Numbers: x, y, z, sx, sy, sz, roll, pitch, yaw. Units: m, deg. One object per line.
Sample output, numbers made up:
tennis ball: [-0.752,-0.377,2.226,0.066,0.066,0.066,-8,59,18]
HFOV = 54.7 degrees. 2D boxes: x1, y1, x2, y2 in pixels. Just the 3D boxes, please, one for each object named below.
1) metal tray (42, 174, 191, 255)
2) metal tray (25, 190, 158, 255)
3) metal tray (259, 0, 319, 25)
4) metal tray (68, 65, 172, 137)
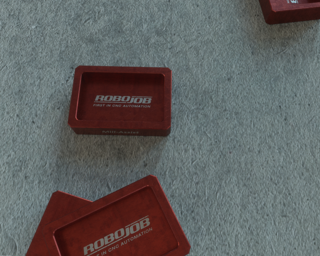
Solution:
metal tray: [-0.045,0.118,0.329,0.131,0.030,0.090,-25,72,-9]
metal tray: [-0.075,0.135,0.356,0.131,0.030,0.090,17,71,6]
metal tray: [0.201,-0.230,0.490,0.091,0.030,0.130,-7,70,-3]
metal tray: [-0.050,-0.037,0.418,0.131,0.030,0.090,1,70,0]
